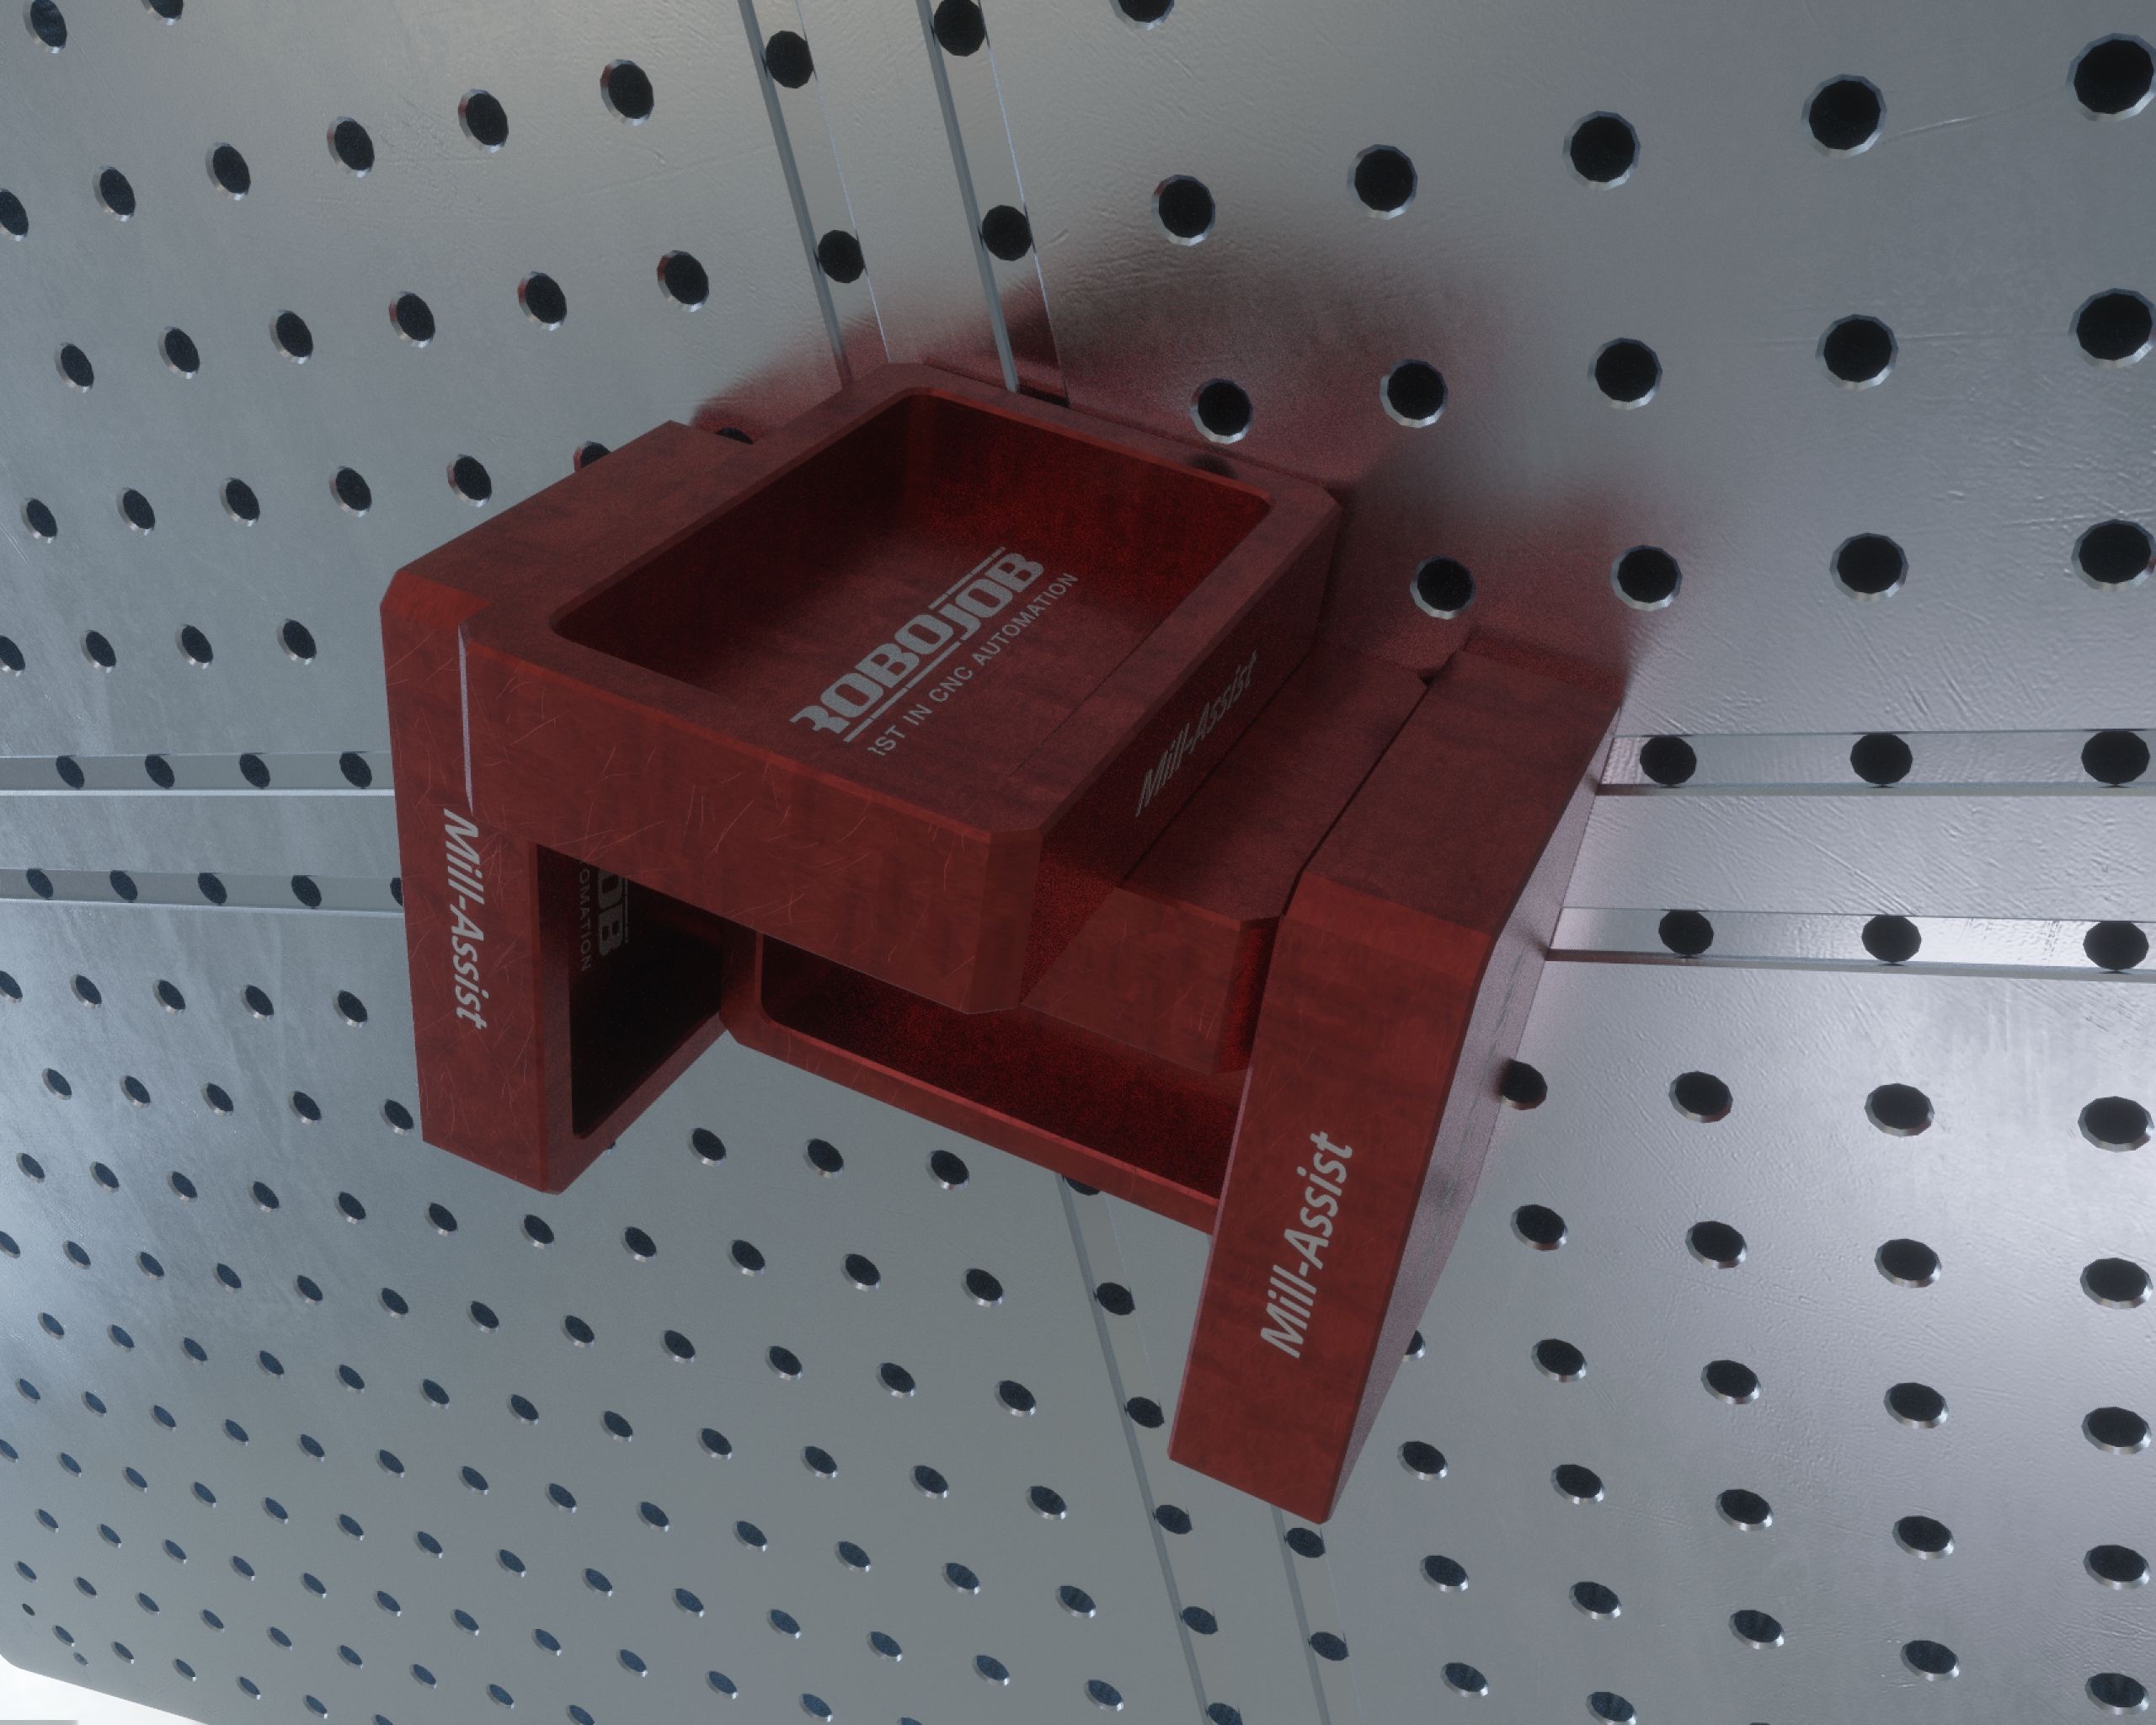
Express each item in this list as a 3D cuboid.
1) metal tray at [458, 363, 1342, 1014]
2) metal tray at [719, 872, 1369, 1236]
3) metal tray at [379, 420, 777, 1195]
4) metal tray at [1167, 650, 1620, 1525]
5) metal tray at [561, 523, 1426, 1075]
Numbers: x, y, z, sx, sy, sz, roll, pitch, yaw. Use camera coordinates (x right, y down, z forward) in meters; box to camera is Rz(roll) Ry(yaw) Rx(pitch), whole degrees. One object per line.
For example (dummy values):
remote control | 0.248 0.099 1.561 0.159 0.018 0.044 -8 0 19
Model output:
metal tray | -0.022 -0.036 0.332 0.090 0.131 0.030 20 127 16
metal tray | -0.008 0.016 0.422 0.130 0.030 0.089 20 126 16
metal tray | -0.091 -0.011 0.411 0.030 0.090 0.129 20 126 16
metal tray | 0.055 0.039 0.364 0.030 0.090 0.129 20 126 17
metal tray | -0.014 -0.020 0.364 0.130 0.090 0.030 20 126 16
